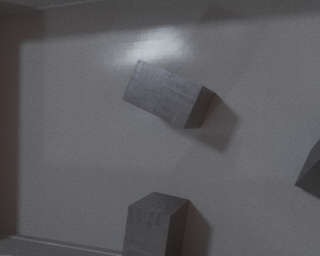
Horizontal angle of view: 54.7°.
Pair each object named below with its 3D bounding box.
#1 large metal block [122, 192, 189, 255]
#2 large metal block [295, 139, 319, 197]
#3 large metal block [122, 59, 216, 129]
[{"bbox_3d":[-0.004,0.131,0.383,0.050,0.080,0.079,9,93,20],"label":"large metal block"},{"bbox_3d":[0.193,0.043,0.305,0.080,0.080,0.050,28,68,18],"label":"large metal block"},{"bbox_3d":[0.014,-0.039,0.376,0.080,0.080,0.050,26,99,18],"label":"large metal block"}]
